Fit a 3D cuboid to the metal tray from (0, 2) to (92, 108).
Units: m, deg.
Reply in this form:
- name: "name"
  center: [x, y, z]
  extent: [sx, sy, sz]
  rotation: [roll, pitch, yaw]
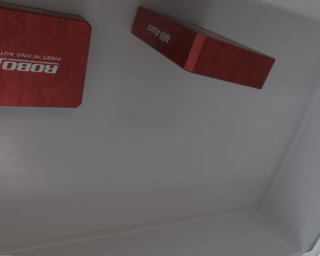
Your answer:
- name: "metal tray"
  center: [-0.137, -0.067, 0.289]
  extent: [0.131, 0.030, 0.089]
  rotation: [0, 119, -29]

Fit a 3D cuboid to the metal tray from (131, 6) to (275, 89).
- name: "metal tray"
  center: [0.037, -0.083, 0.309]
  extent: [0.091, 0.130, 0.030]
  rotation: [7, 115, -32]
